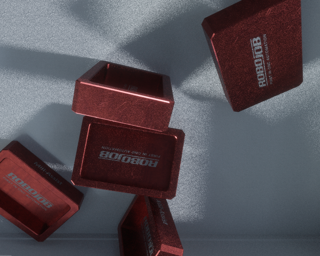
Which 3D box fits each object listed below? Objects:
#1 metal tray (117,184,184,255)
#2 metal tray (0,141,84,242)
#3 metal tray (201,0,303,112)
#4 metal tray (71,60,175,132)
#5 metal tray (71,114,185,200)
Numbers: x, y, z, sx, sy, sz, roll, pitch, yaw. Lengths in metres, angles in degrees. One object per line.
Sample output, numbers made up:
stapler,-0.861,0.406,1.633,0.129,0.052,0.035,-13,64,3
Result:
metal tray,-0.019,0.144,0.405,0.030,0.130,0.089,24,107,-20
metal tray,-0.187,0.092,0.439,0.090,0.030,0.130,-42,105,13
metal tray,0.108,-0.081,0.347,0.090,0.030,0.130,-24,140,8
metal tray,-0.034,-0.041,0.340,0.091,0.130,0.030,12,110,-5
metal tray,-0.039,0.037,0.402,0.131,0.030,0.090,10,84,-4
